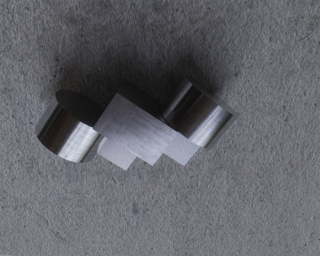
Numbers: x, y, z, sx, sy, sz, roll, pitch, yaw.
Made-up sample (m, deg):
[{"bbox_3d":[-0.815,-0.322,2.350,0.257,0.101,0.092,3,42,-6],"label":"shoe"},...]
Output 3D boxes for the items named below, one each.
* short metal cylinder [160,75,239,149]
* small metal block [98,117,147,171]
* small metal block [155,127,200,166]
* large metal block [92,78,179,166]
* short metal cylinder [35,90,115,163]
[{"bbox_3d":[0.047,-0.020,0.375,0.080,0.080,0.050,34,107,-12],"label":"short metal cylinder"},{"bbox_3d":[-0.052,0.021,0.419,0.050,0.025,0.050,34,107,-12],"label":"small metal block"},{"bbox_3d":[0.026,0.015,0.417,0.050,0.025,0.050,34,107,-12],"label":"small metal block"},{"bbox_3d":[-0.027,-0.011,0.378,0.080,0.080,0.050,33,107,-12],"label":"large metal block"},{"bbox_3d":[-0.103,-0.003,0.380,0.080,0.080,0.050,33,107,-12],"label":"short metal cylinder"}]
